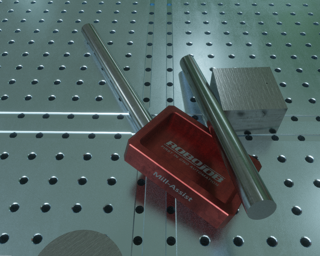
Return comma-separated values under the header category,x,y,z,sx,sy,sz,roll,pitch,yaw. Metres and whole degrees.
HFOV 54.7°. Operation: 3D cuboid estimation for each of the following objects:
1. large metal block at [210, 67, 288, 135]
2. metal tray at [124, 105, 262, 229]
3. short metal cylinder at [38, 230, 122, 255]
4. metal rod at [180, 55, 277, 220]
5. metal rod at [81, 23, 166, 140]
category,x,y,z,sx,sy,sz,roll,pitch,yaw
large metal block,0.115,-0.037,0.424,0.081,0.050,0.080,-2,50,-2
metal tray,0.037,0.037,0.347,0.130,0.030,0.090,34,46,14
short metal cylinder,-0.069,0.139,0.274,0.081,0.050,0.080,0,50,0
metal rod,0.064,-0.019,0.376,0.025,0.025,0.300,-6,36,-5
metal rod,-0.062,-0.072,0.467,0.025,0.025,0.300,-21,53,-17
